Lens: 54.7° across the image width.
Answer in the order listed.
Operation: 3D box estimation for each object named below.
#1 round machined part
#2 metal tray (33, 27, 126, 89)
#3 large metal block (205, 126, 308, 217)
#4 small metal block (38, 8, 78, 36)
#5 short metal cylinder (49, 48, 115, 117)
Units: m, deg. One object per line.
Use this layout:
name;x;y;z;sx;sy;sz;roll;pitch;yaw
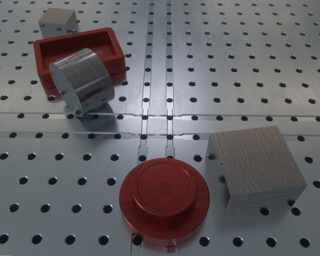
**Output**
round machined part;0.005;0.072;0.336;0.099;0.042;0.098;0;50;0
metal tray;-0.130;-0.116;0.500;0.131;0.030;0.090;-15;52;-13
large metal block;0.103;0.048;0.352;0.081;0.050;0.080;-6;50;-6
small metal block;-0.187;-0.196;0.571;0.050;0.025;0.050;7;50;6
short metal cylinder;-0.106;-0.062;0.423;0.050;0.080;0.080;-34;58;-25
